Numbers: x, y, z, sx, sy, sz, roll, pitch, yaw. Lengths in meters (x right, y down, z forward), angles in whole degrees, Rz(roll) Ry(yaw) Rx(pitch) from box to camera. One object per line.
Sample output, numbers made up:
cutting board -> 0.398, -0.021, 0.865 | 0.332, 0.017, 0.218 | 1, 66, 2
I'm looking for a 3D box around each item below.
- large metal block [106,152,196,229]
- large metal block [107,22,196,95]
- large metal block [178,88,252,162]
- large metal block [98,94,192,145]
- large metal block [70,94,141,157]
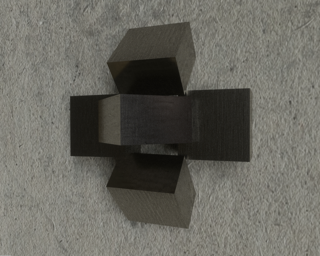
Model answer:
large metal block -> -0.006, 0.076, 0.376 | 0.080, 0.080, 0.050 | 1, 47, 20
large metal block -> -0.006, -0.083, 0.376 | 0.080, 0.080, 0.050 | 0, 134, 20
large metal block -> 0.067, -0.003, 0.370 | 0.080, 0.050, 0.079 | 0, 90, 19
large metal block -> -0.020, -0.008, 0.352 | 0.080, 0.081, 0.050 | 0, 90, 64
large metal block -> -0.073, -0.003, 0.421 | 0.080, 0.050, 0.079 | 0, 90, 19
